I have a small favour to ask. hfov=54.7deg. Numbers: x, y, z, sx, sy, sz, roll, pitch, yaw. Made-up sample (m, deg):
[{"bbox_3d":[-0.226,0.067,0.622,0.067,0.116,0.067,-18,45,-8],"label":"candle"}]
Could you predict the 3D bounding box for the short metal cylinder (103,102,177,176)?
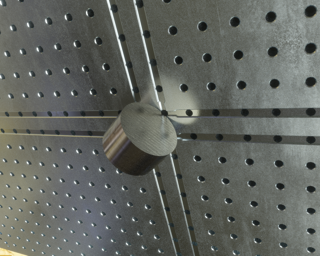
[{"bbox_3d":[-0.026,0.014,0.395,0.080,0.080,0.050,42,129,-1],"label":"short metal cylinder"}]
